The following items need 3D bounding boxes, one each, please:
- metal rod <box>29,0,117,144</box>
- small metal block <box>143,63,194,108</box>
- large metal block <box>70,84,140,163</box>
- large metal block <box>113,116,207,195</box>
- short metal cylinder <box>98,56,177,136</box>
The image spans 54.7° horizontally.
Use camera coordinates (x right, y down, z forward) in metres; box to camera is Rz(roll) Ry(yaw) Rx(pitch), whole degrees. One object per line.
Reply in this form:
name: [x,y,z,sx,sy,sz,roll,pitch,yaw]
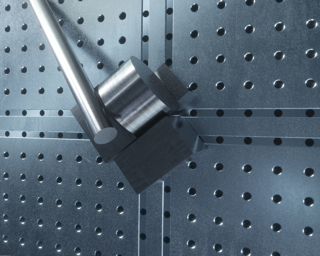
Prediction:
metal rod: [-0.124,-0.097,0.399,0.025,0.025,0.300,-43,56,15]
small metal block: [0.007,-0.049,0.410,0.050,0.025,0.050,-43,77,14]
large metal block: [-0.055,-0.005,0.402,0.050,0.080,0.080,-39,78,16]
large metal block: [0.004,0.031,0.379,0.080,0.080,0.050,-39,78,15]
short metal cylinder: [-0.025,-0.037,0.364,0.050,0.080,0.080,-38,78,16]
